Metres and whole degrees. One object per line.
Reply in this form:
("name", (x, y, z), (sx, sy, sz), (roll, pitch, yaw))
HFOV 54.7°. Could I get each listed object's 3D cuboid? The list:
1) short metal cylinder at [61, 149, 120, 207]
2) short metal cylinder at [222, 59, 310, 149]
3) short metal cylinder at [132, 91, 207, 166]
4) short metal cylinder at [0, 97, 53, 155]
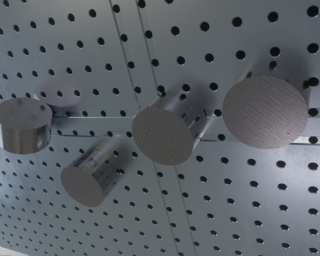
("short metal cylinder", (-0.113, 0.081, 0.505), (0.080, 0.050, 0.079), (13, 124, 21))
("short metal cylinder", (0.111, -0.025, 0.321), (0.080, 0.050, 0.079), (13, 124, 21))
("short metal cylinder", (0.012, 0.000, 0.389), (0.080, 0.050, 0.079), (13, 124, 21))
("short metal cylinder", (-0.212, -0.004, 0.485), (0.080, 0.080, 0.050), (27, 128, 11))
